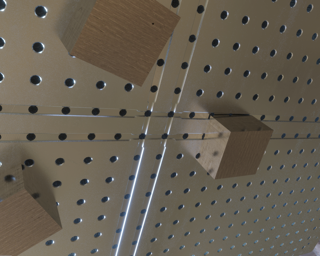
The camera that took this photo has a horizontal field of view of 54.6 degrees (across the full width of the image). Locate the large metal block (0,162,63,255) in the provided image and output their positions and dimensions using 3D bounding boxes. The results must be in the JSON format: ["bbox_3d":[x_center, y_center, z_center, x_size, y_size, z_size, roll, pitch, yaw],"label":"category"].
[{"bbox_3d":[-0.174,0.100,0.361,0.080,0.050,0.080,-30,128,-9],"label":"large metal block"}]

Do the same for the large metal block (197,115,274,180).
[{"bbox_3d":[0.113,0.027,0.472,0.081,0.050,0.079,-2,119,-28],"label":"large metal block"}]

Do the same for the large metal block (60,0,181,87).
[{"bbox_3d":[-0.040,-0.099,0.311,0.080,0.050,0.080,21,107,-36],"label":"large metal block"}]
